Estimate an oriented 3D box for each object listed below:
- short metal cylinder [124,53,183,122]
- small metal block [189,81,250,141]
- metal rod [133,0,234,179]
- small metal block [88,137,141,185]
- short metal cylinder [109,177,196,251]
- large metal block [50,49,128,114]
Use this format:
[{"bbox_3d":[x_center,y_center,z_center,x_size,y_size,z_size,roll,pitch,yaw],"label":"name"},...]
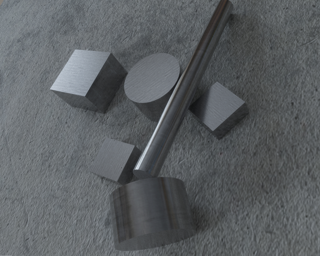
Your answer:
[{"bbox_3d":[-0.001,-0.055,0.422,0.080,0.050,0.080,-13,56,21],"label":"short metal cylinder"},{"bbox_3d":[0.071,-0.021,0.380,0.050,0.025,0.050,-42,51,-1],"label":"small metal block"},{"bbox_3d":[0.041,-0.067,0.387,0.025,0.025,0.300,5,53,30],"label":"metal rod"},{"bbox_3d":[-0.057,0.045,0.406,0.050,0.025,0.050,13,68,33],"label":"small metal block"},{"bbox_3d":[-0.008,0.089,0.316,0.080,0.080,0.050,-21,59,15],"label":"short metal cylinder"},{"bbox_3d":[-0.112,-0.075,0.493,0.080,0.050,0.080,14,69,33],"label":"large metal block"}]
